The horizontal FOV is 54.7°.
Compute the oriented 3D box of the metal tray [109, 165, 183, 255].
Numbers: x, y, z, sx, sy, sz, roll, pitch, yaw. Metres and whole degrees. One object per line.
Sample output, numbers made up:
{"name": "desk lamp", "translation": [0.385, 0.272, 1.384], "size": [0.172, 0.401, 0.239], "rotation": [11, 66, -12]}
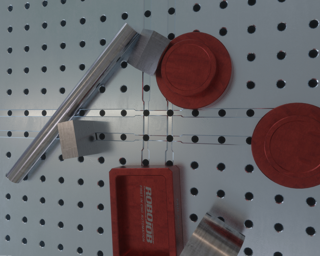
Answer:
{"name": "metal tray", "translation": [-0.019, 0.117, 0.416], "size": [0.090, 0.030, 0.129], "rotation": [-3, 89, 20]}

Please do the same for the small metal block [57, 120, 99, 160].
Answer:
{"name": "small metal block", "translation": [-0.116, 0.016, 0.440], "size": [0.025, 0.050, 0.050], "rotation": [-11, 86, 20]}

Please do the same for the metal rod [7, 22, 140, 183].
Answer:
{"name": "metal rod", "translation": [-0.135, -0.029, 0.460], "size": [0.025, 0.025, 0.299], "rotation": [45, 104, 14]}

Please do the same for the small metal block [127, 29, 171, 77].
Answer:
{"name": "small metal block", "translation": [-0.016, -0.099, 0.403], "size": [0.025, 0.050, 0.050], "rotation": [23, 100, -25]}

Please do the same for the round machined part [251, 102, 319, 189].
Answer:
{"name": "round machined part", "translation": [0.154, 0.020, 0.349], "size": [0.098, 0.042, 0.097], "rotation": [0, 90, 20]}

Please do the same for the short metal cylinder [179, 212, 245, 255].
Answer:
{"name": "short metal cylinder", "translation": [0.057, 0.146, 0.363], "size": [0.050, 0.080, 0.080], "rotation": [31, 100, 17]}

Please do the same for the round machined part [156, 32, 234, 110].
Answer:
{"name": "round machined part", "translation": [0.040, -0.072, 0.389], "size": [0.098, 0.042, 0.097], "rotation": [0, 90, 20]}
